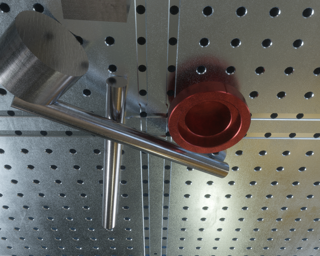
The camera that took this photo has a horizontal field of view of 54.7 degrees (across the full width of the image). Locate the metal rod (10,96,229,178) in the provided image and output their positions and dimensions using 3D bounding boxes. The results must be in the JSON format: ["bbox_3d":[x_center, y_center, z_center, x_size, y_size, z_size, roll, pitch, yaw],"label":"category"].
[{"bbox_3d":[-0.028,0.015,0.396,0.302,0.025,0.025,21,127,-28],"label":"metal rod"}]

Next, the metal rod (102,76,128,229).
[{"bbox_3d":[-0.071,0.058,0.460,0.025,0.025,0.298,6,130,-5],"label":"metal rod"}]

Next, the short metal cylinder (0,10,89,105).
[{"bbox_3d":[-0.121,-0.070,0.315,0.050,0.080,0.080,-36,122,26],"label":"short metal cylinder"}]

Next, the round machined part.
[{"bbox_3d":[0.059,-0.017,0.386,0.099,0.042,0.097,0,130,0],"label":"round machined part"}]

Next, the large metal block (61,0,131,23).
[{"bbox_3d":[-0.050,-0.142,0.254,0.050,0.080,0.079,2,130,-2],"label":"large metal block"}]
